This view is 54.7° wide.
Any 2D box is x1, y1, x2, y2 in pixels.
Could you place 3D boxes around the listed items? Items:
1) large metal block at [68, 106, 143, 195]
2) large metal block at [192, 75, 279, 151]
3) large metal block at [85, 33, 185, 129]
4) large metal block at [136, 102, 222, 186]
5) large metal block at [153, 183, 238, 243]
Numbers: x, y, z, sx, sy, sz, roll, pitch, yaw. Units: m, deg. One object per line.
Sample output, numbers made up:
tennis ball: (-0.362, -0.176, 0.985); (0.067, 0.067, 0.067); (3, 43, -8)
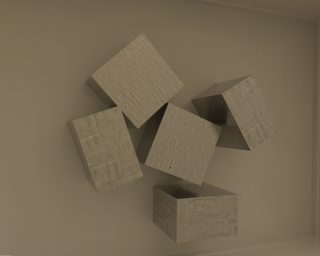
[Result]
large metal block: (-0.066, 0.022, 0.356); (0.050, 0.080, 0.080); (-20, 97, -19)
large metal block: (0.099, -0.019, 0.417); (0.050, 0.080, 0.080); (-33, 101, -17)
large metal block: (-0.032, -0.055, 0.384); (0.080, 0.050, 0.080); (-44, 104, -15)
large metal block: (0.022, 0.021, 0.405); (0.080, 0.050, 0.080); (24, 82, -19)
large metal block: (0.043, 0.104, 0.398); (0.081, 0.080, 0.050); (1, 90, -20)
